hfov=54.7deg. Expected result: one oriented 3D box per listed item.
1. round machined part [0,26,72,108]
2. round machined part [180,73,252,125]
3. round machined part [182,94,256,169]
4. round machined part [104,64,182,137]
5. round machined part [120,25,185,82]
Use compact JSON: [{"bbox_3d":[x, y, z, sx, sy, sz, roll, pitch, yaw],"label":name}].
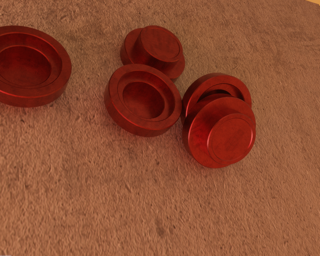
[{"bbox_3d":[-0.154,-0.064,0.349,0.099,0.042,0.098,14,56,-21],"label":"round machined part"},{"bbox_3d":[0.072,-0.028,0.426,0.099,0.097,0.042,9,15,-24],"label":"round machined part"},{"bbox_3d":[0.082,0.008,0.395,0.099,0.097,0.042,9,15,-24],"label":"round machined part"},{"bbox_3d":[-0.025,-0.031,0.398,0.099,0.042,0.098,14,56,-21],"label":"round machined part"},{"bbox_3d":[-0.005,-0.112,0.458,0.099,0.042,0.098,14,56,-21],"label":"round machined part"}]
